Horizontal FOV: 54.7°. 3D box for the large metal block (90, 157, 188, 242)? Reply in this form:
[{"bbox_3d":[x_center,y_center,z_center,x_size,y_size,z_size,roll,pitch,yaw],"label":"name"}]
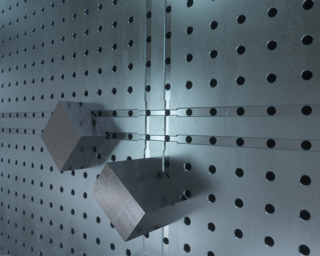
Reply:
[{"bbox_3d":[-0.026,0.086,0.393,0.080,0.081,0.050,46,117,30],"label":"large metal block"}]

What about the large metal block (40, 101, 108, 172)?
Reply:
[{"bbox_3d":[-0.143,0.013,0.508,0.080,0.050,0.080,52,120,27],"label":"large metal block"}]
